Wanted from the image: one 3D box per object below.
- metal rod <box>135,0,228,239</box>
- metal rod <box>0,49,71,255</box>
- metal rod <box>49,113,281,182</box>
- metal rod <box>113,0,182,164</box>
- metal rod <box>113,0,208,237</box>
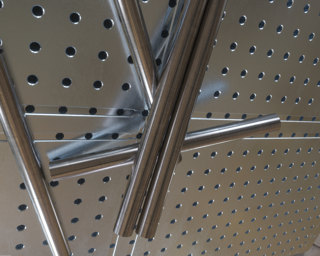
[{"bbox_3d":[0.024,-0.011,0.371,0.025,0.025,0.298,13,97,-34],"label":"metal rod"},{"bbox_3d":[-0.149,0.056,0.365,0.025,0.025,0.298,-17,125,-19],"label":"metal rod"},{"bbox_3d":[0.015,0.022,0.401,0.302,0.025,0.025,-12,124,-10],"label":"metal rod"},{"bbox_3d":[-0.015,-0.068,0.362,0.025,0.025,0.298,-27,128,-12],"label":"metal rod"},{"bbox_3d":[-0.001,-0.013,0.363,0.025,0.025,0.298,12,99,-34],"label":"metal rod"}]
